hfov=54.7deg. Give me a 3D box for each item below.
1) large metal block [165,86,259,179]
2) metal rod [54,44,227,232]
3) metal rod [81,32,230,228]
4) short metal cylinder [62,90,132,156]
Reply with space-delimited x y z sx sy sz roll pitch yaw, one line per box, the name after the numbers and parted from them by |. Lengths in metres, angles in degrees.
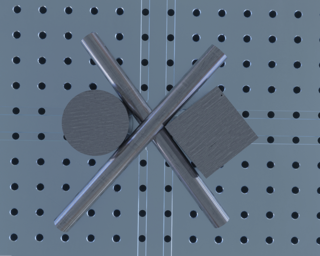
0.062 0.005 0.397 0.080 0.050 0.080 -38 90 0 | large metal block
-0.029 0.019 0.388 0.025 0.025 0.299 42 98 0 | metal rod
-0.006 0.003 0.409 0.025 0.025 0.299 -36 90 0 | metal rod
-0.078 -0.006 0.396 0.081 0.050 0.079 0 90 0 | short metal cylinder
